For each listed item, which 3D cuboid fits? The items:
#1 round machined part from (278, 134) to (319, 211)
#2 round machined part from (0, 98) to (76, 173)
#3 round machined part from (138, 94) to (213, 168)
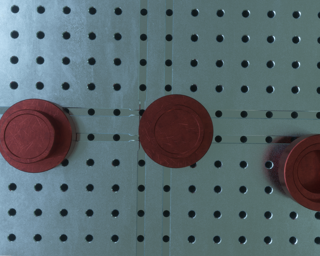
[{"bbox_3d":[0.204,0.056,0.408,0.099,0.042,0.097,0,90,-1],"label":"round machined part"},{"bbox_3d":[-0.164,0.010,0.403,0.099,0.042,0.097,0,90,-1],"label":"round machined part"},{"bbox_3d":[0.021,0.004,0.405,0.099,0.042,0.097,0,90,-1],"label":"round machined part"}]
